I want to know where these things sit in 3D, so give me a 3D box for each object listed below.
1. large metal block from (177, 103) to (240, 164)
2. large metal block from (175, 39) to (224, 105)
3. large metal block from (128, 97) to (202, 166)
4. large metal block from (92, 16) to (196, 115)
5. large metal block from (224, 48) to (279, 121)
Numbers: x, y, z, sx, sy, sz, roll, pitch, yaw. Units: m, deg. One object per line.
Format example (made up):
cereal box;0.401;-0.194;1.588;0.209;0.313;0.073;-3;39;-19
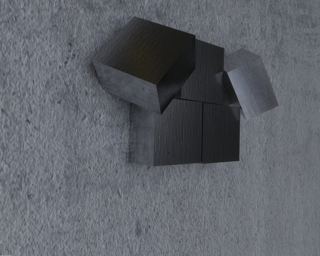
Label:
large metal block;0.071;0.008;0.449;0.081;0.050;0.079;2;89;-40
large metal block;0.042;-0.075;0.428;0.081;0.050;0.080;4;88;-40
large metal block;0.008;0.005;0.398;0.081;0.050;0.079;2;89;-40
large metal block;-0.014;-0.072;0.351;0.080;0.080;0.050;-55;157;-26
large metal block;0.129;-0.069;0.473;0.050;0.080;0.080;-26;112;6
